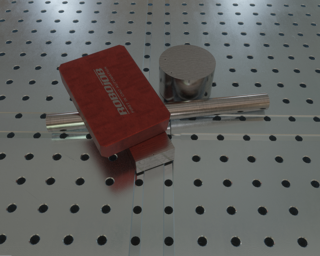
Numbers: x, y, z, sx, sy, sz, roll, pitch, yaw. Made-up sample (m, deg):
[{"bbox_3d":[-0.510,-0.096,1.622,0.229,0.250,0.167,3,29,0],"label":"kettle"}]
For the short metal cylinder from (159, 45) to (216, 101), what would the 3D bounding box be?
[{"bbox_3d":[0.039,-0.078,0.457,0.081,0.050,0.080,0,50,0],"label":"short metal cylinder"}]

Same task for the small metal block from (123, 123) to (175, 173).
[{"bbox_3d":[-0.015,0.022,0.387,0.050,0.025,0.050,-18,53,-15],"label":"small metal block"}]

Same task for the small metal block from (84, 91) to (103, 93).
[{"bbox_3d":[-0.096,-0.070,0.448,0.050,0.050,0.025,-25,55,-20],"label":"small metal block"}]

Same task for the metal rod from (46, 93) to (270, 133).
[{"bbox_3d":[0.001,-0.022,0.426,0.302,0.025,0.025,-6,50,-6],"label":"metal rod"}]

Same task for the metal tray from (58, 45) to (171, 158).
[{"bbox_3d":[-0.058,-0.038,0.385,0.091,0.030,0.130,-25,66,-19],"label":"metal tray"}]
